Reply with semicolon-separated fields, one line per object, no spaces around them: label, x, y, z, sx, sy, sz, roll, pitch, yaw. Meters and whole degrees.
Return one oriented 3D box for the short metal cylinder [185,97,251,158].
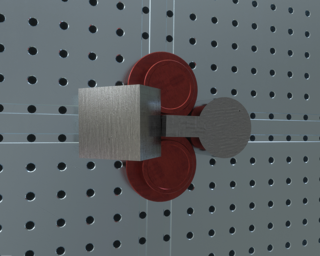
short metal cylinder;0.077;-0.001;0.426;0.081;0.050;0.080;0;90;-20

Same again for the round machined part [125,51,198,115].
round machined part;0.006;-0.052;0.406;0.099;0.042;0.097;0;90;-20

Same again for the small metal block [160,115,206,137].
small metal block;0.022;-0.002;0.384;0.050;0.050;0.025;1;90;-20

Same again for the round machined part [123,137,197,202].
round machined part;0.004;0.048;0.405;0.099;0.042;0.097;0;90;-20

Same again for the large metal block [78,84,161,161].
large metal block;-0.046;-0.006;0.360;0.050;0.080;0.080;-1;91;-65
